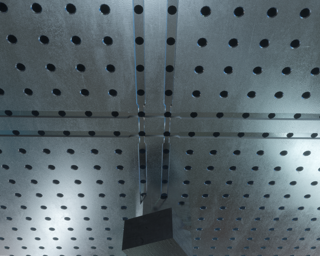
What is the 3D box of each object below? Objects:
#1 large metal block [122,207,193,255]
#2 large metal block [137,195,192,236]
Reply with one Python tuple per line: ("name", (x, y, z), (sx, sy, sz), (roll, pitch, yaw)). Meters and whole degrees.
("large metal block", (-0.002, 0.175, 0.479), (0.080, 0.050, 0.080), (-20, 128, 15))
("large metal block", (0.003, 0.165, 0.536), (0.081, 0.050, 0.079), (9, 130, -8))
